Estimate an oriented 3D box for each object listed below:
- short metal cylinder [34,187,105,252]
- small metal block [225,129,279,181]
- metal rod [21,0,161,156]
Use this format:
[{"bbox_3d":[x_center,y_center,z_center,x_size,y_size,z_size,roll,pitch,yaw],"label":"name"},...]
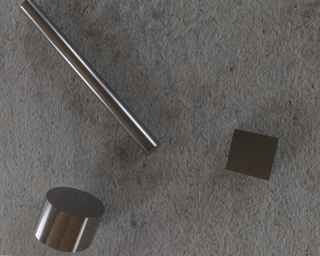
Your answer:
[{"bbox_3d":[-0.122,0.122,0.421,0.080,0.080,0.050,25,98,18],"label":"short metal cylinder"},{"bbox_3d":[0.110,0.030,0.370,0.050,0.025,0.050,13,94,19],"label":"small metal block"},{"bbox_3d":[-0.106,-0.080,0.444,0.025,0.025,0.300,-45,77,14],"label":"metal rod"}]
